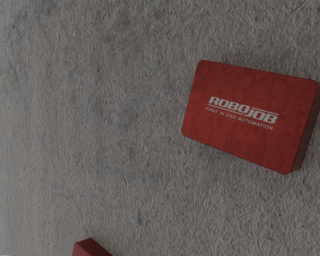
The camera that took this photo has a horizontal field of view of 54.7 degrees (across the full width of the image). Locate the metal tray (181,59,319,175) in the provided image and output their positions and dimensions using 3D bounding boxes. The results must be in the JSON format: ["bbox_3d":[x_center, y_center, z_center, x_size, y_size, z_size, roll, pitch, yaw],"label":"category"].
[{"bbox_3d":[0.091,-0.016,0.327,0.130,0.030,0.089,21,103,38],"label":"metal tray"}]

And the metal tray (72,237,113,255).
[{"bbox_3d":[-0.109,0.256,0.492,0.090,0.030,0.129,21,103,38],"label":"metal tray"}]
